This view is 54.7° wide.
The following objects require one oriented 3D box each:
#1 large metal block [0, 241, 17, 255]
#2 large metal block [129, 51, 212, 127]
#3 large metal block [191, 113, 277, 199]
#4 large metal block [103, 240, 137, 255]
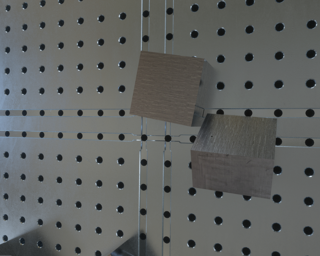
[{"bbox_3d":[-0.258,0.234,0.472,0.080,0.080,0.050,47,104,14],"label":"large metal block"},{"bbox_3d":[0.015,-0.048,0.393,0.080,0.050,0.079,12,94,19],"label":"large metal block"},{"bbox_3d":[0.085,0.027,0.346,0.080,0.080,0.050,5,122,19],"label":"large metal block"},{"bbox_3d":[-0.064,0.215,0.421,0.080,0.050,0.080,-37,79,16],"label":"large metal block"}]
